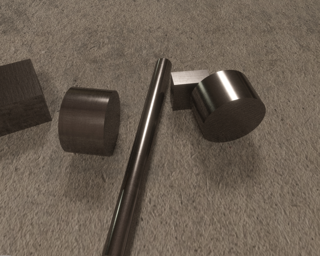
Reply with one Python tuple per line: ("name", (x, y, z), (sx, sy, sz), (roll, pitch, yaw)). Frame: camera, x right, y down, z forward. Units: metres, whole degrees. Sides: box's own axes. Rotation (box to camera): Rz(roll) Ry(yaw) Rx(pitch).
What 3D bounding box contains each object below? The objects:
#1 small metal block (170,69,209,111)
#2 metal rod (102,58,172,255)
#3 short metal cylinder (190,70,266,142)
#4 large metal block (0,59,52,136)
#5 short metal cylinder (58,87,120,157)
("small metal block", (0.042, -0.052, 0.431), (0.050, 0.050, 0.025), (-6, 51, -6))
("metal rod", (-0.019, 0.013, 0.391), (0.025, 0.025, 0.300), (8, 50, 6))
("short metal cylinder", (0.084, -0.026, 0.391), (0.081, 0.080, 0.050), (-10, 51, -9))
("large metal block", (-0.202, -0.041, 0.419), (0.081, 0.050, 0.080), (-19, 53, -16))
("short metal cylinder", (-0.082, -0.008, 0.373), (0.050, 0.080, 0.080), (6, 50, 4))
